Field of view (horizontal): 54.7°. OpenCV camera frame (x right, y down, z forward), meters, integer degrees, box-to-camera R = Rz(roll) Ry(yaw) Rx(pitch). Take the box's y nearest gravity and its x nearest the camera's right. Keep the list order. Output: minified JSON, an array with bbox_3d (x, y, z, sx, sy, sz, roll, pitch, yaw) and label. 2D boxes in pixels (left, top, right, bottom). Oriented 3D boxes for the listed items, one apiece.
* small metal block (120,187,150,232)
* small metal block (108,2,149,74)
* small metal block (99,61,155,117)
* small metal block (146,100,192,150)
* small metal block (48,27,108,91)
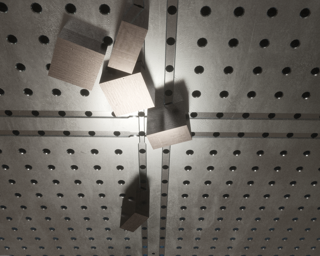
[{"bbox_3d":[-0.041,0.134,0.509,0.025,0.050,0.050,26,125,-21],"label":"small metal block"},{"bbox_3d":[-0.032,-0.092,0.316,0.025,0.050,0.050,16,128,-14],"label":"small metal block"},{"bbox_3d":[-0.038,-0.046,0.372,0.050,0.025,0.050,-14,129,11],"label":"small metal block"},{"bbox_3d":[0.011,-0.004,0.392,0.050,0.050,0.025,-15,129,12],"label":"small metal block"},{"bbox_3d":[-0.092,-0.076,0.346,0.050,0.025,0.050,19,128,-16],"label":"small metal block"}]
